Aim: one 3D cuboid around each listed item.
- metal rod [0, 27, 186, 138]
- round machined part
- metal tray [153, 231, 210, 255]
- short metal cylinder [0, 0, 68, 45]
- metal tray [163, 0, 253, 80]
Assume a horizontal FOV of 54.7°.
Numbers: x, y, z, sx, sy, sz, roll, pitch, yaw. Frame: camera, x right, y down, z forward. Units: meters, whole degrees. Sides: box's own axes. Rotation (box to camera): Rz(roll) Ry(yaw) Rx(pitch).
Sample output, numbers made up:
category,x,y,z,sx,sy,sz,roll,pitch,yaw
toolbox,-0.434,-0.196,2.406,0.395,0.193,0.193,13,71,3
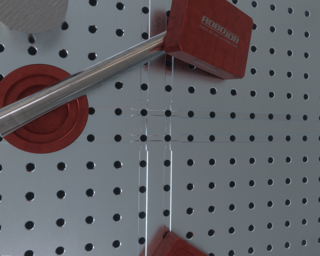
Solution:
category,x,y,z,sx,sy,sz,roll,pitch,yaw
metal rod,-0.045,-0.075,0.363,0.302,0.025,0.025,-34,102,-29
round machined part,-0.134,-0.021,0.354,0.099,0.042,0.097,0,90,-20
metal tray,0.016,0.220,0.416,0.090,0.030,0.130,38,78,-16
short metal cylinder,-0.146,-0.139,0.345,0.081,0.050,0.079,0,90,-20
metal tray,0.069,-0.125,0.413,0.131,0.030,0.090,13,86,-40
